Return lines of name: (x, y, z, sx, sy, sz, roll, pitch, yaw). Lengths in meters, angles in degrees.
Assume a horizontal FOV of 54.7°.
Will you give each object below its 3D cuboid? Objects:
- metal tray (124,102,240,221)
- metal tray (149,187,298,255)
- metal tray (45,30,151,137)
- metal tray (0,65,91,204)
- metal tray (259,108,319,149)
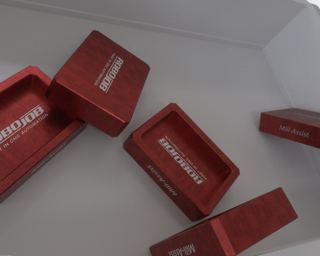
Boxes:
metal tray: (0.030, 0.039, 0.393, 0.130, 0.030, 0.091, 47, 51, 4)
metal tray: (0.056, 0.104, 0.305, 0.091, 0.129, 0.030, -13, 69, -33)
metal tray: (-0.068, -0.059, 0.378, 0.090, 0.030, 0.130, 32, 38, -15)
metal tray: (-0.149, 0.001, 0.321, 0.090, 0.030, 0.131, 41, 51, 0)
metal tray: (0.231, -0.001, 0.471, 0.091, 0.130, 0.030, -8, 108, -32)
